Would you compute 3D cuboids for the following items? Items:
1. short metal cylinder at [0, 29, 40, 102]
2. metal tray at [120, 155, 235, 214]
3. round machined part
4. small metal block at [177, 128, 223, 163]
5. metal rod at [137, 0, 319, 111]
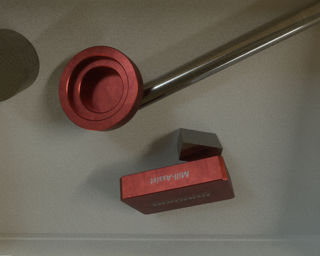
[{"bbox_3d":[-0.193,-0.075,0.367,0.081,0.050,0.079,0,110,-1],"label":"short metal cylinder"},{"bbox_3d":[0.025,0.078,0.402,0.130,0.030,0.090,-14,150,12],"label":"metal tray"},{"bbox_3d":[-0.066,-0.044,0.371,0.098,0.042,0.097,-1,86,15],"label":"round machined part"},{"bbox_3d":[0.051,0.024,0.408,0.050,0.050,0.025,9,110,-4],"label":"small metal block"},{"bbox_3d":[0.080,-0.087,0.380,0.301,0.025,0.025,-25,109,8],"label":"metal rod"}]
